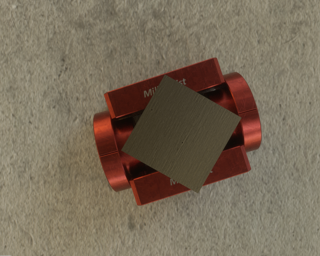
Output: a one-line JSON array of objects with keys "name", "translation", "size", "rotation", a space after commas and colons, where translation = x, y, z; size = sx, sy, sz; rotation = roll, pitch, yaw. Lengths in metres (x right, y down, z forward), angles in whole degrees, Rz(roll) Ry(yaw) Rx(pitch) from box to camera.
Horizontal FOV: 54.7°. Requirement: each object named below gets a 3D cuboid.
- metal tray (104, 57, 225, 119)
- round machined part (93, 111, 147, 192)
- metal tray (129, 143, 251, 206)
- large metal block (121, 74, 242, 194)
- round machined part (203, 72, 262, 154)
[{"name": "metal tray", "translation": [0.005, -0.044, 0.380], "size": [0.131, 0.090, 0.030], "rotation": [-18, 90, -1]}, {"name": "round machined part", "translation": [-0.044, 0.024, 0.374], "size": [0.042, 0.098, 0.097], "rotation": [-16, 90, 0]}, {"name": "metal tray", "translation": [0.033, 0.051, 0.378], "size": [0.131, 0.090, 0.030], "rotation": [-17, 90, -1]}, {"name": "large metal block", "translation": [0.019, 0.005, 0.306], "size": [0.080, 0.050, 0.080], "rotation": [30, 90, -1]}, {"name": "round machined part", "translation": [0.082, -0.015, 0.375], "size": [0.042, 0.098, 0.097], "rotation": [-16, 90, 0]}]
